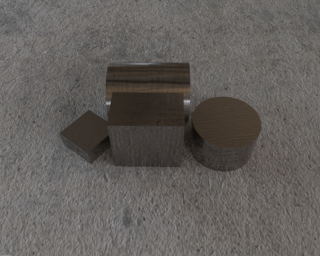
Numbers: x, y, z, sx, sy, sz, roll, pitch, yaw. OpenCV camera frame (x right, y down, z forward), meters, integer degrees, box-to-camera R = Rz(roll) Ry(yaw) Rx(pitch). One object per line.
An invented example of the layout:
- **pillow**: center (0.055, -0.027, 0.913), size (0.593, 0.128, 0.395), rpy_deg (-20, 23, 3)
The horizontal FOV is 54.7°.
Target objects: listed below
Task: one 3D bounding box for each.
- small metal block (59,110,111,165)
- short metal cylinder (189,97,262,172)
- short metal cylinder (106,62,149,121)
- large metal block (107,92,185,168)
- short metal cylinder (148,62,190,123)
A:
- **small metal block**: center (-0.089, 0.011, 0.396), size (0.050, 0.025, 0.050), rpy_deg (31, 56, 23)
- **short metal cylinder**: center (0.078, 0.007, 0.383), size (0.081, 0.050, 0.080), rpy_deg (0, 50, 0)
- **short metal cylinder**: center (-0.039, -0.046, 0.408), size (0.050, 0.080, 0.080), rpy_deg (1, 50, 0)
- **large metal block**: center (-0.014, 0.004, 0.366), size (0.081, 0.080, 0.050), rpy_deg (1, 50, 0)
- **short metal cylinder**: center (0.011, -0.046, 0.408), size (0.050, 0.080, 0.080), rpy_deg (1, 50, 0)
